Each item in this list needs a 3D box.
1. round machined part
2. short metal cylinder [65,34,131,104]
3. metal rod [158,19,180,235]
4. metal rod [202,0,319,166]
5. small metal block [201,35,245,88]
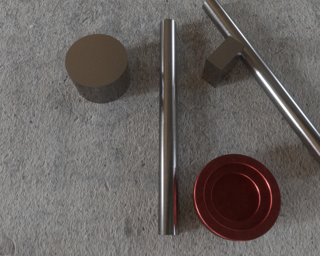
[{"bbox_3d":[0.088,0.083,0.370,0.099,0.042,0.098,0,70,-1],"label":"round machined part"},{"bbox_3d":[-0.082,-0.080,0.423,0.081,0.050,0.080,0,70,0],"label":"short metal cylinder"},{"bbox_3d":[0.011,-0.015,0.413,0.025,0.025,0.299,1,70,0],"label":"metal rod"},{"bbox_3d":[0.149,-0.070,0.435,0.025,0.025,0.299,-28,73,-10],"label":"metal rod"},{"bbox_3d":[0.086,-0.091,0.429,0.025,0.050,0.050,40,75,13],"label":"small metal block"}]
